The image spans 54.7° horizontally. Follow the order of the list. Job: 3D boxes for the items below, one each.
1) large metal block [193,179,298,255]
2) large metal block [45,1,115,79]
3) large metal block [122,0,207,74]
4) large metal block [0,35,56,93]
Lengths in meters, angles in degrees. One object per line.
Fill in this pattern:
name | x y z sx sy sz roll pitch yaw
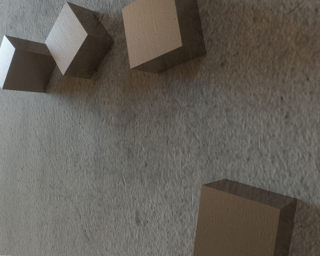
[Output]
large metal block | 0.086 0.104 0.317 0.080 0.050 0.079 11 97 39
large metal block | -0.130 -0.137 0.493 0.080 0.050 0.080 -48 62 29
large metal block | 0.004 -0.120 0.384 0.080 0.050 0.080 -14 81 38
large metal block | -0.247 -0.115 0.569 0.050 0.081 0.080 45 117 30
